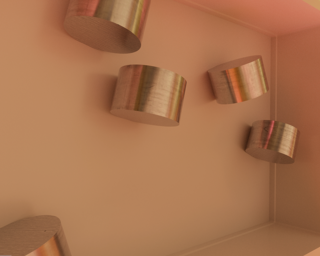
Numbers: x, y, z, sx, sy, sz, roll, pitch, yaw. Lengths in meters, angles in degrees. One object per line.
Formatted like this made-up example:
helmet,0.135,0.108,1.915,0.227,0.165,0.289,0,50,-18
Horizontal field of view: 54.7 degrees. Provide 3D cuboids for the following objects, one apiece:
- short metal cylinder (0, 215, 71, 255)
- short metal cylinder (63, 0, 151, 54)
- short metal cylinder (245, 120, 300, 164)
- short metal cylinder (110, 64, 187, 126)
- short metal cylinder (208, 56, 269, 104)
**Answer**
short metal cylinder,-0.120,0.119,0.270,0.081,0.080,0.050,-22,104,-38
short metal cylinder,-0.054,-0.119,0.325,0.080,0.080,0.050,19,78,-39
short metal cylinder,0.194,0.025,0.533,0.080,0.080,0.050,29,72,-36
short metal cylinder,-0.013,-0.035,0.360,0.081,0.080,0.050,17,79,-39
short metal cylinder,0.119,-0.074,0.470,0.081,0.080,0.050,-30,109,-36
